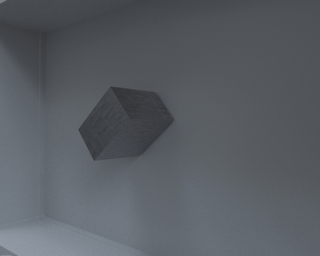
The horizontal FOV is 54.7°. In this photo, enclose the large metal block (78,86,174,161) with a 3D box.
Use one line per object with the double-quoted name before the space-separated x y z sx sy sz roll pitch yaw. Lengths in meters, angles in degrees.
"large metal block" -0.044 -0.004 0.401 0.080 0.081 0.050 -47 62 29
